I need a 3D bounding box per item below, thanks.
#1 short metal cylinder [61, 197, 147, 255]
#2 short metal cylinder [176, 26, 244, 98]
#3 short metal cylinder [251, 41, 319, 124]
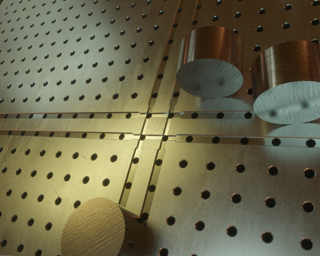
[{"bbox_3d":[-0.062,0.124,0.347,0.080,0.050,0.080,-13,56,20],"label":"short metal cylinder"},{"bbox_3d":[0.063,-0.080,0.388,0.080,0.080,0.050,-5,60,25],"label":"short metal cylinder"},{"bbox_3d":[0.139,-0.045,0.327,0.080,0.080,0.050,-8,59,24],"label":"short metal cylinder"}]
